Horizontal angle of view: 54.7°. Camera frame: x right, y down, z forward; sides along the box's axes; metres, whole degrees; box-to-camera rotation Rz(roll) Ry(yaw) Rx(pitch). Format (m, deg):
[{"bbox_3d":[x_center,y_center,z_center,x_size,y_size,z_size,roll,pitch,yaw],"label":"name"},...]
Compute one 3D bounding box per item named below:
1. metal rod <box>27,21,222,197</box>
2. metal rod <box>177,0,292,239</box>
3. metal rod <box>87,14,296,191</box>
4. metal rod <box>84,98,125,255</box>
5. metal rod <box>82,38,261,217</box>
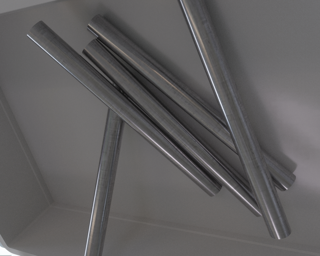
[{"bbox_3d":[-0.033,-0.015,0.386,0.300,0.025,0.025,42,130,-14],"label":"metal rod"},{"bbox_3d":[0.082,-0.012,0.334,0.025,0.025,0.299,-16,103,34],"label":"metal rod"},{"bbox_3d":[0.037,-0.030,0.370,0.300,0.025,0.025,40,129,1],"label":"metal rod"},{"bbox_3d":[-0.077,0.087,0.423,0.025,0.025,0.298,14,99,20],"label":"metal rod"},{"bbox_3d":[0.024,0.004,0.387,0.300,0.025,0.025,43,129,-6],"label":"metal rod"}]
